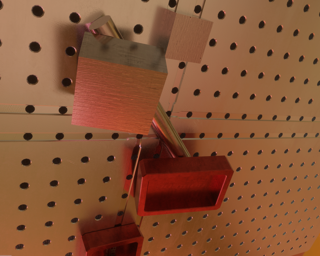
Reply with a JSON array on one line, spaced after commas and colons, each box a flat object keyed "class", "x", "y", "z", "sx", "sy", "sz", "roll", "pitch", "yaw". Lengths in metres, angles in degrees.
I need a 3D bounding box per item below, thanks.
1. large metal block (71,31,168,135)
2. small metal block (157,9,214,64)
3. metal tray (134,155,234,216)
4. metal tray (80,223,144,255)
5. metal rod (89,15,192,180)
[{"class": "large metal block", "x": -0.044, "y": -0.044, "z": 0.320, "sx": 0.081, "sy": 0.050, "sz": 0.079, "roll": 9, "pitch": 130, "yaw": -13}, {"class": "small metal block", "x": 0.028, "y": -0.106, "z": 0.362, "sx": 0.050, "sy": 0.025, "sz": 0.050, "roll": 2, "pitch": 118, "yaw": -30}, {"class": "metal tray", "x": 0.033, "y": 0.085, "z": 0.453, "sx": 0.131, "sy": 0.030, "sz": 0.089, "roll": -1, "pitch": 128, "yaw": -14}, {"class": "metal tray", "x": -0.082, "y": 0.219, "z": 0.500, "sx": 0.091, "sy": 0.030, "sz": 0.129, "roll": -4, "pitch": 120, "yaw": -27}, {"class": "metal rod", "x": 0.000, "y": -0.008, "z": 0.407, "sx": 0.025, "sy": 0.025, "sz": 0.299, "roll": -36, "pitch": 130, "yaw": -5}]
